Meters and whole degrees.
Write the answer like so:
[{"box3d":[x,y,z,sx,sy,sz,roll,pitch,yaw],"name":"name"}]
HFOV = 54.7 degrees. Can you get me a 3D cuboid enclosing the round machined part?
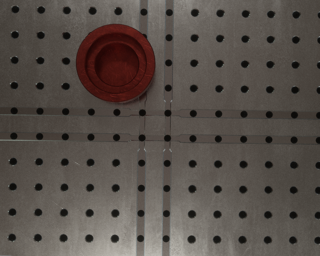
[{"box3d":[-0.055,-0.081,0.404,0.099,0.042,0.097,0,90,-1],"name":"round machined part"}]
